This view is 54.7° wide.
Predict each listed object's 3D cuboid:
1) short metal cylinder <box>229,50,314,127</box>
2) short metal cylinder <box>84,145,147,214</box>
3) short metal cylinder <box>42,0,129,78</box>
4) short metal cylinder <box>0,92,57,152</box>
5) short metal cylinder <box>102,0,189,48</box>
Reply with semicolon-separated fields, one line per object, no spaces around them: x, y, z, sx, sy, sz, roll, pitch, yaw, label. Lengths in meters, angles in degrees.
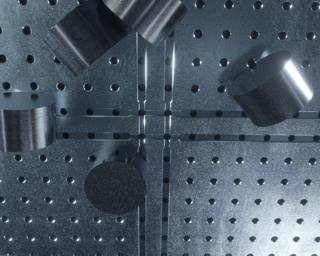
0.131;-0.047;0.369;0.080;0.080;0.050;-37;106;12;short metal cylinder
-0.058;0.070;0.425;0.081;0.050;0.079;0;110;-1;short metal cylinder
-0.081;-0.101;0.346;0.080;0.080;0.050;-36;106;12;short metal cylinder
-0.169;-0.010;0.378;0.081;0.080;0.050;4;110;-2;short metal cylinder
-0.016;-0.133;0.335;0.080;0.080;0.050;38;106;-13;short metal cylinder
